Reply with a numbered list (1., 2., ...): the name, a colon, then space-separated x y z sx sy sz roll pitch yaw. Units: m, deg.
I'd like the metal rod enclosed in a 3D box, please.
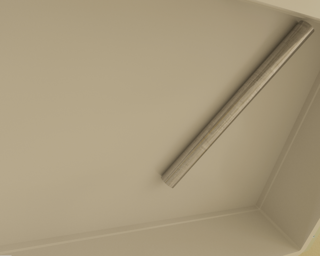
1. metal rod: 0.109 -0.030 0.451 0.299 0.025 0.025 -49 129 6
